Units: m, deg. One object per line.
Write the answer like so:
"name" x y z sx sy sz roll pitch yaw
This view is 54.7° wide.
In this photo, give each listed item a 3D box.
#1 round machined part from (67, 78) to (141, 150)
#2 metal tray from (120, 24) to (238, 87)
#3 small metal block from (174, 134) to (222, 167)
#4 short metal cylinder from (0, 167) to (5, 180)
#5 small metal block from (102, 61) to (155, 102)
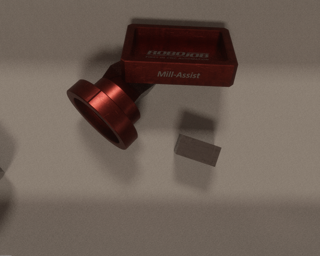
"round machined part" -0.062 -0.022 0.376 0.098 0.098 0.042 44 73 -1
"metal tray" 0.022 -0.092 0.381 0.131 0.090 0.030 2 135 -1
"small metal block" 0.047 0.027 0.400 0.050 0.050 0.025 18 90 -1
"short metal cylinder" -0.244 0.061 0.381 0.080 0.080 0.050 -40 90 0
"small metal block" -0.038 -0.061 0.396 0.050 0.050 0.025 44 126 0
